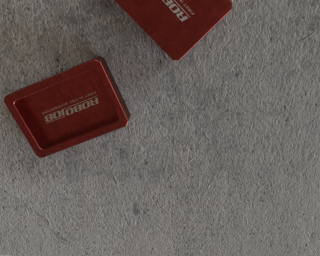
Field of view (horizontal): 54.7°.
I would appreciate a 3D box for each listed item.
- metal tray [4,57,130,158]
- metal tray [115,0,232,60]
[{"bbox_3d":[-0.115,-0.025,0.396,0.130,0.030,0.090,-21,109,7],"label":"metal tray"},{"bbox_3d":[0.005,-0.153,0.350,0.090,0.030,0.130,-43,105,14],"label":"metal tray"}]
